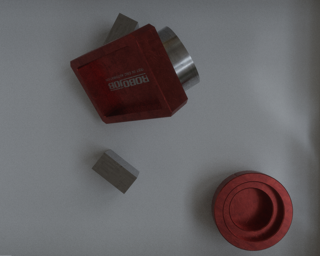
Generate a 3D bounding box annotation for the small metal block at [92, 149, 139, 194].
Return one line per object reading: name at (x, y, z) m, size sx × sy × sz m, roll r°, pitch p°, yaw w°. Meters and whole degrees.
small metal block at (-0.055, 0.054, 0.398) m, size 0.050 × 0.050 × 0.025 m, roll 38°, pitch 90°, yaw -1°

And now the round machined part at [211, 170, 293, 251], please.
round machined part at (0.116, 0.104, 0.405) m, size 0.099 × 0.042 × 0.097 m, roll 0°, pitch 90°, yaw -1°

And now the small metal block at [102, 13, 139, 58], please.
small metal block at (-0.049, -0.111, 0.398) m, size 0.025 × 0.050 × 0.050 m, roll 27°, pitch 90°, yaw 0°

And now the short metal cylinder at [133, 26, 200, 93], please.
short metal cylinder at (0.006, -0.077, 0.384) m, size 0.050 × 0.080 × 0.080 m, roll -32°, pitch 90°, yaw 0°

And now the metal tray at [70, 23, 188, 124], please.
metal tray at (-0.040, -0.053, 0.351) m, size 0.030 × 0.130 × 0.090 m, roll -42°, pitch 114°, yaw -36°
